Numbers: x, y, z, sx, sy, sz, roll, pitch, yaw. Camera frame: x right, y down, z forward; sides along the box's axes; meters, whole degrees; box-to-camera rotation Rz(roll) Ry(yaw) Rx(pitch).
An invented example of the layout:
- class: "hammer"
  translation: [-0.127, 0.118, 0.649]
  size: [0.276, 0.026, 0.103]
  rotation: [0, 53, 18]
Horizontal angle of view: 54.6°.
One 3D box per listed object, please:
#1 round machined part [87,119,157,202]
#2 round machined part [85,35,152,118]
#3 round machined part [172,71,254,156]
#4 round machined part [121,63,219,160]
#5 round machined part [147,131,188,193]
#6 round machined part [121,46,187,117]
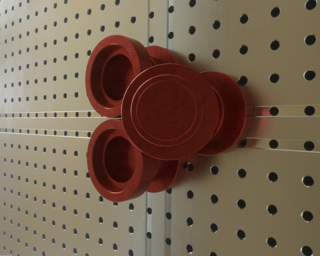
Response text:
- class: "round machined part"
  translation: [-0.042, 0.038, 0.379]
  size: [0.098, 0.042, 0.097]
  rotation: [0, 90, 40]
- class: "round machined part"
  translation: [-0.045, -0.061, 0.381]
  size: [0.098, 0.042, 0.097]
  rotation: [0, 90, 40]
- class: "round machined part"
  translation: [0.053, -0.017, 0.356]
  size: [0.098, 0.042, 0.097]
  rotation: [0, 90, 40]
- class: "round machined part"
  translation: [0.009, -0.016, 0.309]
  size: [0.098, 0.042, 0.097]
  rotation: [0, 90, 8]
- class: "round machined part"
  translation: [-0.015, 0.037, 0.412]
  size: [0.098, 0.042, 0.097]
  rotation: [0, 90, 40]
- class: "round machined part"
  translation: [-0.015, -0.061, 0.413]
  size: [0.098, 0.042, 0.097]
  rotation: [0, 90, 40]
